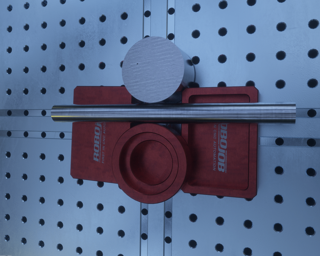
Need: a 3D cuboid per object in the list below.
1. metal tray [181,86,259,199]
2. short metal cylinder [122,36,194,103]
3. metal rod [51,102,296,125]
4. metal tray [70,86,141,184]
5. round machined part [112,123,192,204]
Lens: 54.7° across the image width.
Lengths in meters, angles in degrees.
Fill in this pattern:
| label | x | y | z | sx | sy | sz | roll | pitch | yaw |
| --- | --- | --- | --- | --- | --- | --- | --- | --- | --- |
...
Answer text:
| label | x | y | z | sx | sy | sz | roll | pitch | yaw |
| --- | --- | --- | --- | --- | --- | --- | --- | --- | --- |
| metal tray | 0.073 | 0.016 | 0.380 | 0.090 | 0.030 | 0.129 | 1 | 90 | 19 |
| short metal cylinder | -0.001 | -0.070 | 0.395 | 0.080 | 0.050 | 0.079 | 0 | 90 | 20 |
| metal rod | 0.000 | -0.018 | 0.376 | 0.301 | 0.025 | 0.025 | 1 | 91 | 19 |
| metal tray | -0.076 | 0.008 | 0.431 | 0.090 | 0.030 | 0.129 | 3 | 91 | 19 |
| round machined part | -0.007 | 0.043 | 0.392 | 0.098 | 0.042 | 0.097 | 0 | 90 | 19 |
